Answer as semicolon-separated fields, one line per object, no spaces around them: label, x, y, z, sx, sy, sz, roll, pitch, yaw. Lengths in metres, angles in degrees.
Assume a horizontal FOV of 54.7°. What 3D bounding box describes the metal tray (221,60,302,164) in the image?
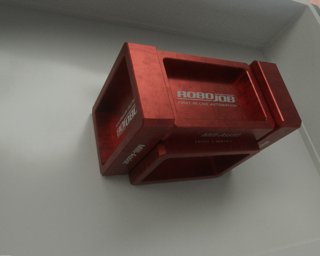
metal tray;0.108;-0.013;0.401;0.030;0.129;0.090;1;62;-28

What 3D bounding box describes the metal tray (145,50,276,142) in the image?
metal tray;0.053;-0.032;0.332;0.131;0.030;0.090;1;61;-28

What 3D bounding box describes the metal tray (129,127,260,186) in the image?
metal tray;0.037;0.033;0.360;0.131;0.090;0.030;0;61;-28

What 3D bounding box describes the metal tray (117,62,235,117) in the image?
metal tray;0.018;-0.046;0.398;0.131;0.090;0.030;0;63;-28

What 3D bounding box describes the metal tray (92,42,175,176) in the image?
metal tray;-0.036;-0.013;0.325;0.030;0.129;0.090;1;62;-28
